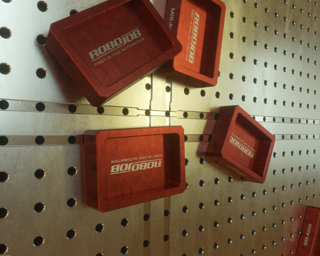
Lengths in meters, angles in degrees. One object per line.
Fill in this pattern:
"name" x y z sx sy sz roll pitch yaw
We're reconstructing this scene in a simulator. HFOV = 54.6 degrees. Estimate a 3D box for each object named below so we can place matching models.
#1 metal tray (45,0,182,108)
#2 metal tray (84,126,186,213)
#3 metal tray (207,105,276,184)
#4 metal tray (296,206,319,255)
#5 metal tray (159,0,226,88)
"metal tray" -0.046 -0.093 0.348 0.131 0.030 0.090 -39 95 -33
"metal tray" -0.026 0.044 0.383 0.131 0.030 0.090 -3 92 -40
"metal tray" 0.141 0.030 0.521 0.130 0.030 0.090 32 70 -35
"metal tray" 0.351 0.253 0.697 0.090 0.030 0.130 36 68 -34
"metal tray" 0.049 -0.131 0.444 0.091 0.030 0.129 13 82 -39
